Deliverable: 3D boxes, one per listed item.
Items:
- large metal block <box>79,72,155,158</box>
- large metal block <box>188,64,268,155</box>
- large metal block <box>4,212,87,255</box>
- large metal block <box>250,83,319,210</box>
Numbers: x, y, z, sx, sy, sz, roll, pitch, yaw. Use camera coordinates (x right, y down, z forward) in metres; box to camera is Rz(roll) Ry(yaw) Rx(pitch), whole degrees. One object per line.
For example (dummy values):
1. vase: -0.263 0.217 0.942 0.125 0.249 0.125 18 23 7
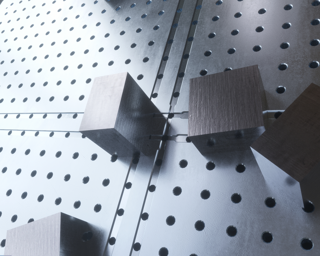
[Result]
1. large metal block: -0.052 -0.014 0.408 0.050 0.080 0.080 -5 60 25
2. large metal block: 0.080 -0.019 0.361 0.080 0.050 0.080 -9 58 23
3. large metal block: -0.135 0.155 0.366 0.080 0.050 0.080 -22 54 15
4. large metal block: 0.138 0.020 0.288 0.080 0.080 0.050 -45 51 -3
